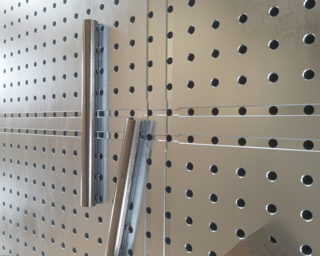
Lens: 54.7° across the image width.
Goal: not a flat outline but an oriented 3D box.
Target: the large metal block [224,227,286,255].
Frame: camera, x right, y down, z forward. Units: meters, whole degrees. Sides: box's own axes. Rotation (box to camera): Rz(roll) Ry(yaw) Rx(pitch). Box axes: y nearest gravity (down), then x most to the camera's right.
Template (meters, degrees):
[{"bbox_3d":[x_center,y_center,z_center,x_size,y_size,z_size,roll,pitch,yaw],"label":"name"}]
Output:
[{"bbox_3d":[0.095,0.164,0.315,0.080,0.050,0.080,51,120,28],"label":"large metal block"}]

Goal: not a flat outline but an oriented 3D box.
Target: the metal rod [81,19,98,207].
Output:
[{"bbox_3d":[-0.115,-0.023,0.504,0.025,0.025,0.298,1,91,40],"label":"metal rod"}]

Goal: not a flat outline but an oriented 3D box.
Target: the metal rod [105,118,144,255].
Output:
[{"bbox_3d":[-0.060,0.133,0.459,0.025,0.025,0.298,16,100,39],"label":"metal rod"}]
